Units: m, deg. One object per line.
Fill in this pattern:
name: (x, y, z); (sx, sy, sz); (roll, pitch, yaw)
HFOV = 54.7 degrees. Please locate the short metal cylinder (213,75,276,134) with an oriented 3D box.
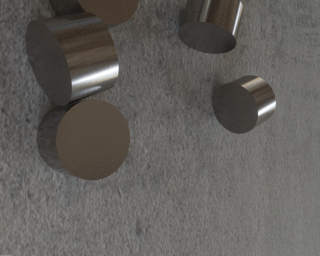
short metal cylinder: (0.129, -0.037, 0.480); (0.050, 0.080, 0.080); (-26, 106, -37)

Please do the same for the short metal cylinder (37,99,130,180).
short metal cylinder: (-0.079, 0.011, 0.324); (0.081, 0.050, 0.079); (0, 90, -40)

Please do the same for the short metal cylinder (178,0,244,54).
short metal cylinder: (0.071, -0.145, 0.430); (0.080, 0.080, 0.050); (25, 75, -38)

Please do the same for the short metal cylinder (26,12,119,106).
short metal cylinder: (-0.085, -0.067, 0.299); (0.050, 0.080, 0.080); (-28, 108, -37)

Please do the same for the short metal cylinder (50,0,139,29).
short metal cylinder: (-0.070, -0.145, 0.331); (0.081, 0.050, 0.079); (0, 90, -40)
